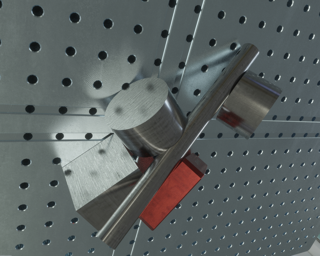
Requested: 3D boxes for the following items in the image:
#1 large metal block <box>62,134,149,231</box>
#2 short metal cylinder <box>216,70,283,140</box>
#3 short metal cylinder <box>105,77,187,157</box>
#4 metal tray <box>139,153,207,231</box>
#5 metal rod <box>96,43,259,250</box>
[{"bbox_3d":[-0.064,0.064,0.381,0.080,0.080,0.050,-34,129,-6],"label":"large metal block"},{"bbox_3d":[0.120,-0.031,0.418,0.080,0.050,0.080,-51,166,-17],"label":"short metal cylinder"},{"bbox_3d":[-0.016,-0.013,0.360,0.080,0.080,0.050,-37,130,-4],"label":"short metal cylinder"},{"bbox_3d":[0.021,0.079,0.419,0.090,0.030,0.130,-48,171,6],"label":"metal tray"},{"bbox_3d":[0.033,0.006,0.365,0.301,0.025,0.025,-51,132,-20],"label":"metal rod"}]
